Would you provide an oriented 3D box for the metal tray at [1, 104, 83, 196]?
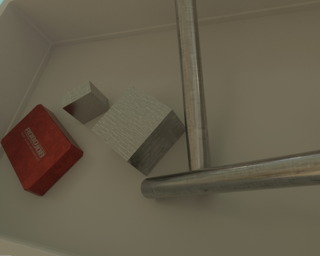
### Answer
[{"bbox_3d":[-0.186,0.030,0.479,0.090,0.030,0.130,-46,51,-4],"label":"metal tray"}]

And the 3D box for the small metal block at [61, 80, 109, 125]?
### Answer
[{"bbox_3d":[-0.112,-0.038,0.470,0.050,0.050,0.025,-28,53,10],"label":"small metal block"}]

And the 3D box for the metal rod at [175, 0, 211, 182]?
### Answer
[{"bbox_3d":[0.035,-0.079,0.358,0.025,0.025,0.298,-7,83,24],"label":"metal rod"}]

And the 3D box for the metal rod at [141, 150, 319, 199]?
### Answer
[{"bbox_3d":[0.082,0.039,0.259,0.299,0.025,0.025,-19,50,48],"label":"metal rod"}]

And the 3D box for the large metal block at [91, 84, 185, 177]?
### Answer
[{"bbox_3d":[-0.027,0.002,0.402,0.080,0.050,0.080,-49,52,-7],"label":"large metal block"}]
